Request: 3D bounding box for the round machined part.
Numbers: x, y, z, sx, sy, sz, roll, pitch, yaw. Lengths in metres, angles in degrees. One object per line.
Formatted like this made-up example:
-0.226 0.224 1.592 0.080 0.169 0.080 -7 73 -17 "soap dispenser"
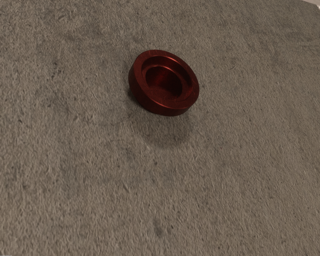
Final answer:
0.002 -0.058 0.431 0.099 0.042 0.098 14 56 -21 "round machined part"
